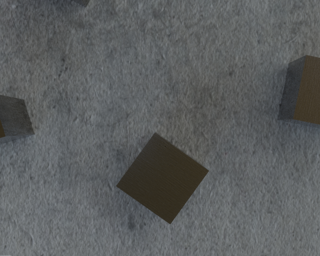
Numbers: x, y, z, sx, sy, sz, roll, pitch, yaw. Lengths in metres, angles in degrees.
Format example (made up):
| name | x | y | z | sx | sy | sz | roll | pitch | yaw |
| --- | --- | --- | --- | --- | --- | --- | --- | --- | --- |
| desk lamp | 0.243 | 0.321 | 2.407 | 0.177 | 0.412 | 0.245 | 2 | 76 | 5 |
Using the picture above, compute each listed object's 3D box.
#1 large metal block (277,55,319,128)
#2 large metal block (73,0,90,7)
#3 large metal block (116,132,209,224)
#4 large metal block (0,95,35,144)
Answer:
| name | x | y | z | sx | sy | sz | roll | pitch | yaw |
| --- | --- | --- | --- | --- | --- | --- | --- | --- | --- |
| large metal block | 0.209 | -0.042 | 0.400 | 0.080 | 0.050 | 0.080 | 11 | 90 | -1 |
| large metal block | -0.125 | -0.204 | 0.381 | 0.080 | 0.080 | 0.050 | 28 | 90 | -1 |
| large metal block | 0.003 | 0.061 | 0.398 | 0.080 | 0.050 | 0.080 | 36 | 90 | -1 |
| large metal block | -0.216 | -0.003 | 0.380 | 0.080 | 0.080 | 0.050 | -17 | 90 | 0 |
